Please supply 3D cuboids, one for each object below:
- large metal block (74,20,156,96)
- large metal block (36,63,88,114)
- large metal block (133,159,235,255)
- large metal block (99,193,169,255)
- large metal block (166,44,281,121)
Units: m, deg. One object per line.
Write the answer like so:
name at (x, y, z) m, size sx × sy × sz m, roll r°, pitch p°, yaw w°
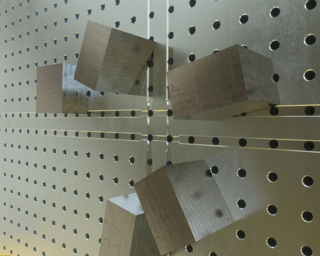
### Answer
large metal block at (-0.061, -0.093, 0.425) m, size 0.050 × 0.081 × 0.080 m, roll 29°, pitch 108°, yaw 36°
large metal block at (-0.169, -0.065, 0.534) m, size 0.080 × 0.050 × 0.080 m, roll 3°, pitch 92°, yaw 40°
large metal block at (0.028, 0.085, 0.351) m, size 0.050 × 0.081 × 0.080 m, roll -37°, pitch 67°, yaw 34°
large metal block at (-0.026, 0.130, 0.396) m, size 0.050 × 0.081 × 0.080 m, roll 16°, pitch 100°, yaw 39°
large metal block at (0.066, -0.041, 0.320) m, size 0.080 × 0.081 × 0.050 m, roll -14°, pitch 81°, yaw 39°
